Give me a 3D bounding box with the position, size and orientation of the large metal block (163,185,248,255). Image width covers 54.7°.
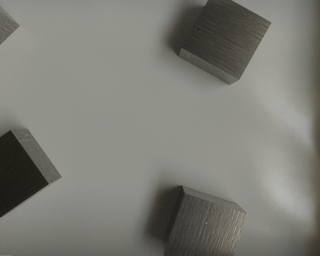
[{"bbox_3d":[0.055,0.129,0.399,0.080,0.050,0.080,19,90,0],"label":"large metal block"}]

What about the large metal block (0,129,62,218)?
[{"bbox_3d":[-0.190,0.058,0.397,0.080,0.050,0.080,-35,90,0],"label":"large metal block"}]

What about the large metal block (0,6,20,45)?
[{"bbox_3d":[-0.237,-0.129,0.382,0.080,0.080,0.050,-44,90,0],"label":"large metal block"}]

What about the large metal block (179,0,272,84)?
[{"bbox_3d":[0.080,-0.113,0.399,0.080,0.050,0.080,29,90,0],"label":"large metal block"}]
